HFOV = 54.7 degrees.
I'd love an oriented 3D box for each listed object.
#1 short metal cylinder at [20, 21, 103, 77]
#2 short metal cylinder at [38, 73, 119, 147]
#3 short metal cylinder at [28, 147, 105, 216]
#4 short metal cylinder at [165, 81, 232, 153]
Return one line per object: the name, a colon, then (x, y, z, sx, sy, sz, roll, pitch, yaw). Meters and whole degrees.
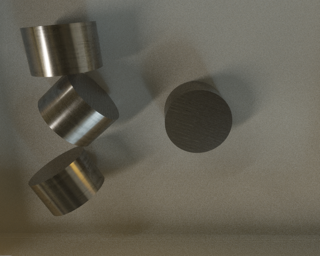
short metal cylinder: (-0.108, -0.090, 0.348, 0.080, 0.080, 0.050, -5, 110, 2)
short metal cylinder: (-0.096, -0.024, 0.372, 0.050, 0.080, 0.080, -41, 105, 14)
short metal cylinder: (-0.121, 0.068, 0.406, 0.080, 0.080, 0.050, -27, 108, 9)
short metal cylinder: (0.046, -0.015, 0.393, 0.081, 0.050, 0.079, 0, 110, 0)
